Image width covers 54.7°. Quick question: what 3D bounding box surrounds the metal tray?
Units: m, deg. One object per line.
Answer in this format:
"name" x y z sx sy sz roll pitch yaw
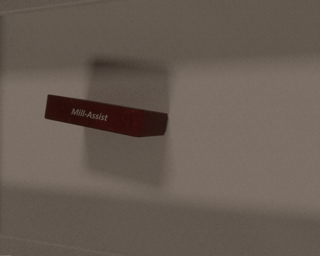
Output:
"metal tray" -0.066 -0.016 0.398 0.130 0.090 0.030 11 94 19
